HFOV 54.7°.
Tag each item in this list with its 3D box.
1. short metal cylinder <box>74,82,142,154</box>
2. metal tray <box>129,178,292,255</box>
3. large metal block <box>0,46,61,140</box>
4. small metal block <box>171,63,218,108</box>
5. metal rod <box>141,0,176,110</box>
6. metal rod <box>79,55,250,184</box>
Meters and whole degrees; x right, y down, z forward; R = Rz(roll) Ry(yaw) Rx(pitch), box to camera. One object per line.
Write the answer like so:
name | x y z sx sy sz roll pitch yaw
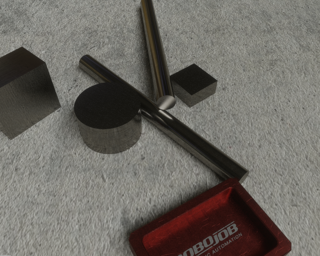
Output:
short metal cylinder | -0.064 -0.013 0.397 0.081 0.050 0.080 0 50 0
metal tray | 0.047 0.116 0.303 0.131 0.030 0.090 -24 54 -20
large metal block | -0.187 -0.045 0.403 0.050 0.080 0.080 34 58 24
small metal block | 0.048 -0.064 0.457 0.050 0.025 0.050 -31 57 -24
metal rod | -0.009 -0.139 0.505 0.025 0.025 0.300 -5 46 -5
metal rod | -0.011 -0.023 0.422 0.300 0.025 0.025 38 59 27
